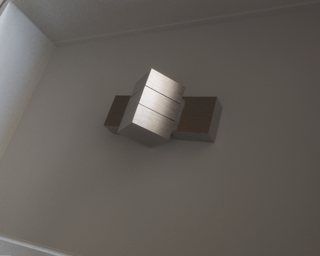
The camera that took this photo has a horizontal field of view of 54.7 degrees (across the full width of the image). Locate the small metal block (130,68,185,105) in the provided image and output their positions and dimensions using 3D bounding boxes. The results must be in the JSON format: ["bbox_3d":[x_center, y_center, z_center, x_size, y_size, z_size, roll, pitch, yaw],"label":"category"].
[{"bbox_3d":[-0.004,-0.046,0.403,0.050,0.050,0.025,-28,41,59],"label":"small metal block"}]

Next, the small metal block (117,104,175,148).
[{"bbox_3d":[-0.018,-0.001,0.384,0.050,0.050,0.025,-29,40,58],"label":"small metal block"}]

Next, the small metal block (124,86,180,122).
[{"bbox_3d":[-0.011,-0.023,0.393,0.050,0.050,0.025,-29,40,58],"label":"small metal block"}]

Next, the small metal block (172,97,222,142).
[{"bbox_3d":[0.046,-0.011,0.386,0.050,0.025,0.050,3,63,29],"label":"small metal block"}]

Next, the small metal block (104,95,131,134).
[{"bbox_3d":[-0.044,-0.018,0.436,0.050,0.025,0.050,4,64,29],"label":"small metal block"}]
